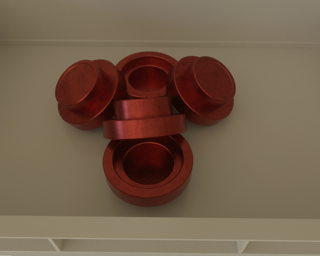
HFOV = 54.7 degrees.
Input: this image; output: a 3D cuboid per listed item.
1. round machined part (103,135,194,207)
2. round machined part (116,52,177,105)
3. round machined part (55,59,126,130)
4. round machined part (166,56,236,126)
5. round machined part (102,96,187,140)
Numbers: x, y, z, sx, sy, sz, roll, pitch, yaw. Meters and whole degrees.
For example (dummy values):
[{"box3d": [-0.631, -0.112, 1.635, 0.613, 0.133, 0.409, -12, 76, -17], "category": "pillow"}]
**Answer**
[{"box3d": [-0.013, 0.045, 0.353, 0.099, 0.042, 0.098, 0, 50, 0], "category": "round machined part"}, {"box3d": [-0.016, -0.063, 0.443, 0.099, 0.042, 0.098, 0, 50, 0], "category": "round machined part"}, {"box3d": [-0.097, -0.050, 0.405, 0.098, 0.042, 0.098, -13, 60, 24], "category": "round machined part"}, {"box3d": [0.061, -0.055, 0.409, 0.099, 0.042, 0.098, 15, 58, -26], "category": "round machined part"}, {"box3d": [-0.019, -0.014, 0.366, 0.099, 0.098, 0.042, -5, 95, -4], "category": "round machined part"}]
